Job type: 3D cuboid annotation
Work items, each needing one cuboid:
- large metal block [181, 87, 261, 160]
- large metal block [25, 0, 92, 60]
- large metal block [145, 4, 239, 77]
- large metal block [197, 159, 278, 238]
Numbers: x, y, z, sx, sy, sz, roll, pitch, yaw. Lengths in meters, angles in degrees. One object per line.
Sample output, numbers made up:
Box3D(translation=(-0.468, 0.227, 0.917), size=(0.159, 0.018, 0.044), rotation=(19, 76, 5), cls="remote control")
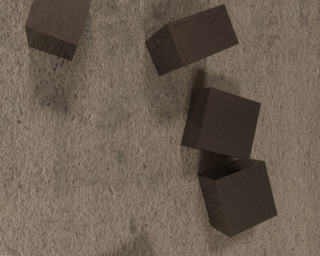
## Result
Box3D(translation=(0.083, -0.005, 0.428), size=(0.081, 0.050, 0.080), rotation=(14, 85, -20), cls="large metal block")
Box3D(translation=(-0.108, -0.127, 0.340), size=(0.050, 0.080, 0.080), rotation=(17, 84, -20), cls="large metal block")
Box3D(translation=(0.037, -0.109, 0.395), size=(0.081, 0.080, 0.050), rotation=(-25, 99, -19), cls="large metal block")
Box3D(translation=(0.109, 0.094, 0.438), size=(0.081, 0.050, 0.080), rotation=(-17, 96, -20), cls="large metal block")
